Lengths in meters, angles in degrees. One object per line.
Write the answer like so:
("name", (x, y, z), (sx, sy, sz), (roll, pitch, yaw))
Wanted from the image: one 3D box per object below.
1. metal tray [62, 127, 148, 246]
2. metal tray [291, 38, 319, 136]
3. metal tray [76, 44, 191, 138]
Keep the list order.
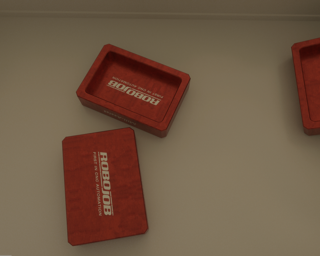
("metal tray", (-0.068, 0.070, 0.381), (0.091, 0.030, 0.130), (-9, 70, -3))
("metal tray", (0.231, -0.060, 0.410), (0.090, 0.030, 0.130), (-9, 68, 25))
("metal tray", (-0.035, -0.052, 0.425), (0.130, 0.030, 0.090), (23, 71, 8))
